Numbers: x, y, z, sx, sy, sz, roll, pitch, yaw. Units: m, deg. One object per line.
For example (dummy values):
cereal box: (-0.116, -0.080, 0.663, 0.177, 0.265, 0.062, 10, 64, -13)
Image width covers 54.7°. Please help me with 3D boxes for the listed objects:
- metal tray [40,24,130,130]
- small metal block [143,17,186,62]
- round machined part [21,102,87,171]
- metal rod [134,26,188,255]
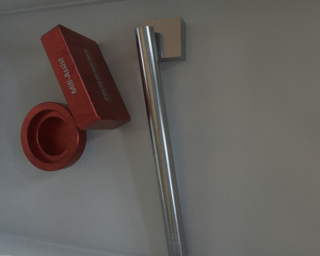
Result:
metal tray: (-0.094, -0.062, 0.407, 0.030, 0.090, 0.130, -27, 81, 18)
small metal block: (0.006, -0.114, 0.407, 0.050, 0.025, 0.050, 0, 90, 19)
round machined part: (-0.149, 0.012, 0.452, 0.098, 0.042, 0.097, 0, 90, 19)
metal rod: (0.002, 0.024, 0.394, 0.025, 0.025, 0.298, -8, 93, 19)
